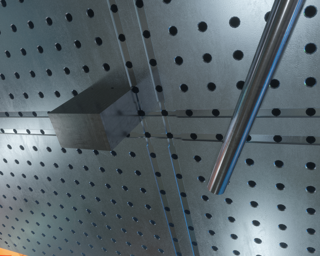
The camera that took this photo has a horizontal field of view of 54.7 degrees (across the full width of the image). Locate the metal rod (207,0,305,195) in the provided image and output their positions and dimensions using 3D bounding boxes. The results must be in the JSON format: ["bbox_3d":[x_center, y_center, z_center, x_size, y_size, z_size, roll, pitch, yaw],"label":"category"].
[{"bbox_3d":[0.101,-0.038,0.334,0.025,0.025,0.298,22,127,14],"label":"metal rod"}]

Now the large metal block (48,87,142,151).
[{"bbox_3d":[-0.082,-0.014,0.408,0.080,0.080,0.050,2,119,27],"label":"large metal block"}]
